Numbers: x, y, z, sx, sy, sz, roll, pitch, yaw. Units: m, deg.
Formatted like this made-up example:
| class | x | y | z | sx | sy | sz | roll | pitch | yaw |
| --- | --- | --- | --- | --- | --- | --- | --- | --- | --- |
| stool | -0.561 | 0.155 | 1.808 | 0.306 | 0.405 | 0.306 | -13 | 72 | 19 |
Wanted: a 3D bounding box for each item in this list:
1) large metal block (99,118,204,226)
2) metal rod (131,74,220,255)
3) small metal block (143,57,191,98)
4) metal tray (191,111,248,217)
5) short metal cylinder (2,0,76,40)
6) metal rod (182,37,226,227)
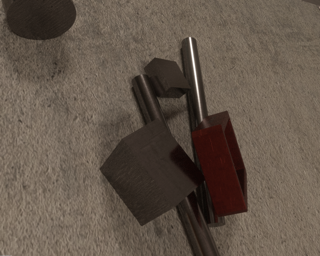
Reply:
| class | x | y | z | sx | sy | sz | roll | pitch | yaw |
| --- | --- | --- | --- | --- | --- | --- | --- | --- | --- |
| large metal block | -0.011 | 0.049 | 0.334 | 0.050 | 0.080 | 0.080 | -32 | 80 | -38 |
| metal rod | 0.023 | 0.063 | 0.378 | 0.025 | 0.025 | 0.299 | -8 | 66 | -32 |
| small metal block | 0.011 | -0.071 | 0.445 | 0.050 | 0.025 | 0.050 | -5 | 63 | -52 |
| metal tray | 0.073 | 0.033 | 0.358 | 0.130 | 0.030 | 0.090 | -32 | 105 | -72 |
| short metal cylinder | -0.151 | -0.156 | 0.383 | 0.081 | 0.080 | 0.050 | -10 | 67 | -33 |
| metal rod | 0.057 | -0.014 | 0.444 | 0.025 | 0.025 | 0.299 | 10 | 57 | -23 |
